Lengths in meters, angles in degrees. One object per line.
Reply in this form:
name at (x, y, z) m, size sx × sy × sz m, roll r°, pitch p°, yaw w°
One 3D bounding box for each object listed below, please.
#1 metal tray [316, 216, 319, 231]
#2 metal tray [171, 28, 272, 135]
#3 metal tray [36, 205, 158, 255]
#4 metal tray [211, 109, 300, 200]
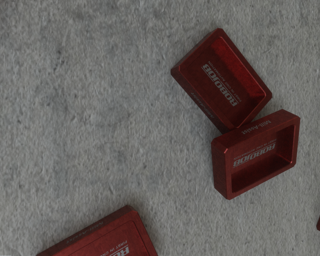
metal tray at (0.332, 0.132, 0.532) m, size 0.090 × 0.030 × 0.130 m, roll 28°, pitch 81°, yaw -18°
metal tray at (0.090, -0.062, 0.440) m, size 0.090 × 0.030 × 0.130 m, roll -46°, pitch 105°, yaw -14°
metal tray at (-0.073, 0.166, 0.380) m, size 0.131 × 0.030 × 0.090 m, roll -26°, pitch 99°, yaw -19°
metal tray at (0.137, 0.037, 0.439) m, size 0.131 × 0.030 × 0.089 m, roll -22°, pitch 123°, yaw -19°
